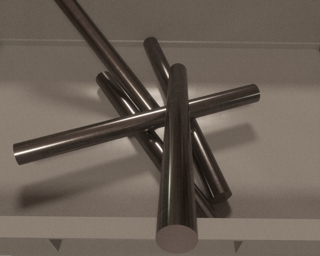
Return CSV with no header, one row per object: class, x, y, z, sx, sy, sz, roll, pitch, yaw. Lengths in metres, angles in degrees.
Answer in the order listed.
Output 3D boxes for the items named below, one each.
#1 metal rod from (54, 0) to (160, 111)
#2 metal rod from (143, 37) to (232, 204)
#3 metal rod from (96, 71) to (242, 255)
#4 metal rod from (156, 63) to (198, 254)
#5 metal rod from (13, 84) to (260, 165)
metal rod,-0.101,-0.138,0.432,0.025,0.025,0.300,-37,87,-27
metal rod,0.026,-0.034,0.433,0.025,0.025,0.300,-12,51,-11
metal rod,-0.007,0.023,0.385,0.025,0.025,0.300,-25,55,-20
metal rod,0.018,-0.007,0.313,0.025,0.025,0.300,3,29,2
metal rod,-0.016,-0.009,0.378,0.302,0.025,0.025,-15,52,-13
